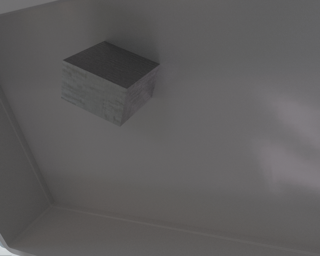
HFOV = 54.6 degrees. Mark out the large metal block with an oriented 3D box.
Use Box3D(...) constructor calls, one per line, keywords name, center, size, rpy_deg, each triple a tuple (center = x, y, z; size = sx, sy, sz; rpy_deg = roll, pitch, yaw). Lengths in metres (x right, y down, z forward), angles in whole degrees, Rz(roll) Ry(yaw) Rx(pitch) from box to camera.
Box3D(name="large metal block", center=(-0.058, -0.056, 0.369), size=(0.080, 0.080, 0.050), rpy_deg=(25, 127, 13))
